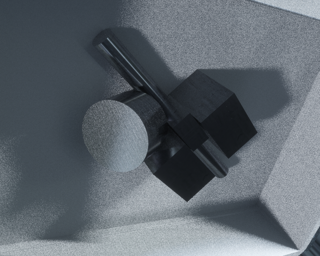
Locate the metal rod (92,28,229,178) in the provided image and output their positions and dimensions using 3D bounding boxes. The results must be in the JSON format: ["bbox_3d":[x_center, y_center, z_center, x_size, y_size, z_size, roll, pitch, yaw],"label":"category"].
[{"bbox_3d":[0.021,-0.011,0.414,0.025,0.025,0.300,-43,130,1],"label":"metal rod"}]

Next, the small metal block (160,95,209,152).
[{"bbox_3d":[0.026,-0.006,0.373,0.025,0.050,0.050,-42,130,0],"label":"small metal block"}]

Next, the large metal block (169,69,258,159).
[{"bbox_3d":[0.068,-0.019,0.400,0.050,0.080,0.080,-42,130,1],"label":"large metal block"}]

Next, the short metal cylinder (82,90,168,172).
[{"bbox_3d":[-0.038,0.002,0.345,0.050,0.080,0.079,-36,145,-60],"label":"short metal cylinder"}]

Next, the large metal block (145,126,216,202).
[{"bbox_3d":[0.015,0.038,0.406,0.050,0.080,0.080,-43,130,1],"label":"large metal block"}]
